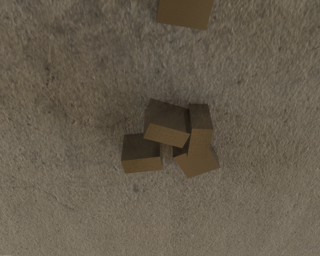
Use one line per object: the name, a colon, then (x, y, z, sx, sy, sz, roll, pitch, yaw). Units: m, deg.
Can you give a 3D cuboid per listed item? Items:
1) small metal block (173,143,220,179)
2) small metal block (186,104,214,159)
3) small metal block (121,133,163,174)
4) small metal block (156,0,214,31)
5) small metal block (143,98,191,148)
small metal block: (0.052, 0.041, 0.443, 0.050, 0.025, 0.050, -22, 127, 17)
small metal block: (0.048, 0.004, 0.395, 0.025, 0.050, 0.050, 3, 130, -3)
small metal block: (-0.023, 0.032, 0.418, 0.050, 0.050, 0.025, -7, 130, 5)
small metal block: (0.025, -0.127, 0.300, 0.050, 0.025, 0.050, 7, 130, -7)
small metal block: (0.008, -0.007, 0.385, 0.050, 0.050, 0.025, 15, 128, -13)
